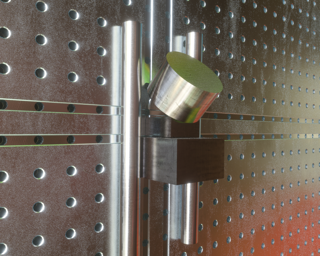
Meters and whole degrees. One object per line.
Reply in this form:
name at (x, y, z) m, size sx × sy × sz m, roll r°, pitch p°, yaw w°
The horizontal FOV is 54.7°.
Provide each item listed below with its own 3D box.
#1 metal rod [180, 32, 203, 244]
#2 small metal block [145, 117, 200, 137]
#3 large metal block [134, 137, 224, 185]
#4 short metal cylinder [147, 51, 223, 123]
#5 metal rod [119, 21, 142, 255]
metal rod at (0.046, 0.014, 0.447) m, size 0.025 × 0.025 × 0.298 m, roll 3°, pitch 89°, yaw -40°
small metal block at (0.016, -0.001, 0.406) m, size 0.050 × 0.050 × 0.025 m, roll 2°, pitch 89°, yaw -41°
large metal block at (0.023, 0.037, 0.390) m, size 0.081 × 0.080 × 0.050 m, roll 1°, pitch 90°, yaw -40°
short metal cylinder at (0.031, -0.052, 0.391) m, size 0.080 × 0.050 × 0.080 m, roll 23°, pitch 35°, yaw -17°
metal rod at (-0.036, 0.022, 0.379) m, size 0.025 × 0.025 × 0.298 m, roll 1°, pitch 90°, yaw -40°
